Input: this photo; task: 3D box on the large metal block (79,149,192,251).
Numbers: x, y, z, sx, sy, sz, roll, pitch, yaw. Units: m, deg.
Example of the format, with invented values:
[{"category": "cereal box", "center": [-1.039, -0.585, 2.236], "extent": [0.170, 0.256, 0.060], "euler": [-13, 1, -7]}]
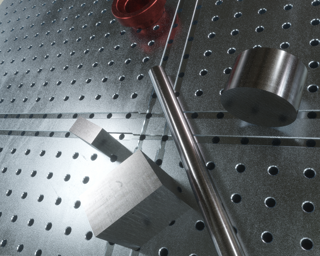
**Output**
[{"category": "large metal block", "center": [-0.024, 0.080, 0.335], "extent": [0.080, 0.080, 0.050], "euler": [-38, 51, 2]}]

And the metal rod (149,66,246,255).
[{"category": "metal rod", "center": [0.035, 0.030, 0.370], "extent": [0.025, 0.025, 0.299], "euler": [-28, 52, 10]}]

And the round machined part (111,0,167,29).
[{"category": "round machined part", "center": [-0.032, -0.214, 0.543], "extent": [0.098, 0.042, 0.098], "euler": [-13, 56, 20]}]

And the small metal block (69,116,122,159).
[{"category": "small metal block", "center": [-0.089, 0.013, 0.429], "extent": [0.050, 0.050, 0.025], "euler": [25, 75, 36]}]

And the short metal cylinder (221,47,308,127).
[{"category": "short metal cylinder", "center": [0.113, -0.042, 0.339], "extent": [0.080, 0.080, 0.050], "euler": [11, 67, 32]}]
